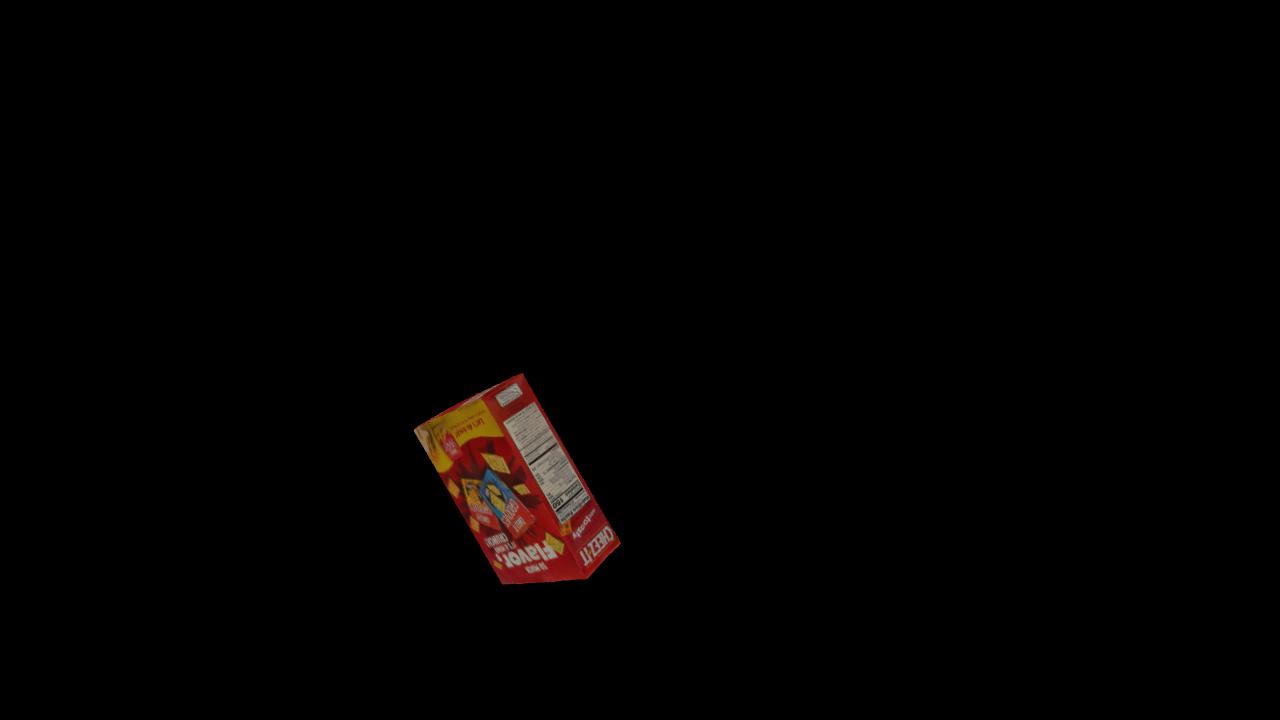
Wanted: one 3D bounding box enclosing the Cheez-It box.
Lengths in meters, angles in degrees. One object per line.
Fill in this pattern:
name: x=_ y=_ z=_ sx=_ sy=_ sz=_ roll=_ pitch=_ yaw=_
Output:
Cheez-It box: x=-0.143 y=0.142 z=0.696 sx=0.166 sy=0.223 sz=0.071 roll=-23 pitch=8 yaw=43
